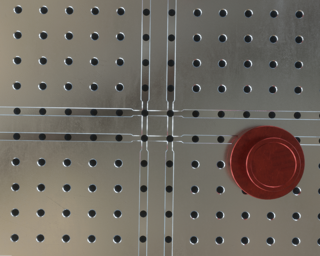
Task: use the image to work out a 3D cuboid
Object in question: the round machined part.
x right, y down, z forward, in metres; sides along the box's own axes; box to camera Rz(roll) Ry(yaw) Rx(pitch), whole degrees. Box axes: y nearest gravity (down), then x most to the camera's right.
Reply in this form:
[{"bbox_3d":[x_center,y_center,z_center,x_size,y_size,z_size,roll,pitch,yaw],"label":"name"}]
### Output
[{"bbox_3d":[0.141,0.045,0.406,0.099,0.042,0.097,0,90,0],"label":"round machined part"}]
